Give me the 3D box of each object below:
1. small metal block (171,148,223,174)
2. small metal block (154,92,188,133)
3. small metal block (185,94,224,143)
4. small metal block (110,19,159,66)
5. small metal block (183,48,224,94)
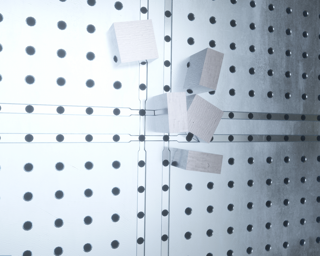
[{"bbox_3d":[0.049,0.044,0.419,0.050,0.050,0.025,9,87,-20],"label":"small metal block"},{"bbox_3d":[0.013,-0.019,0.405,0.025,0.050,0.050,-5,92,-20],"label":"small metal block"},{"bbox_3d":[0.054,-0.013,0.434,0.050,0.025,0.050,30,80,-18],"label":"small metal block"},{"bbox_3d":[-0.034,-0.110,0.401,0.050,0.025,0.050,-12,95,-20],"label":"small metal block"},{"bbox_3d":[0.058,-0.076,0.422,0.025,0.050,0.050,15,85,-20],"label":"small metal block"}]
